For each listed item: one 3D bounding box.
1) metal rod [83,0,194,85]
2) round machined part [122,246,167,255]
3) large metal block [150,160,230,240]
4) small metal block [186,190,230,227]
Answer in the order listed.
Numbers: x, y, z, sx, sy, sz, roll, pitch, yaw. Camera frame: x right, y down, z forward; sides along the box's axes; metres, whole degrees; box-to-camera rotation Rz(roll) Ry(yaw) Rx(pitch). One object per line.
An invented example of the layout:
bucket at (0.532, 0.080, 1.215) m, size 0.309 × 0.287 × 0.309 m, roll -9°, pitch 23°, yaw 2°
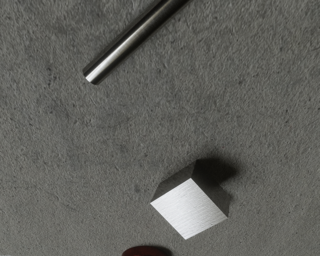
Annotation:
metal rod at (0.032, -0.137, 0.290) m, size 0.299 × 0.025 × 0.025 m, roll -35°, pitch 122°, yaw 26°
round machined part at (-0.032, 0.288, 0.641) m, size 0.099 × 0.042 × 0.097 m, roll 0°, pitch 130°, yaw 0°
large metal block at (0.047, 0.108, 0.467) m, size 0.080 × 0.050 × 0.080 m, roll -38°, pitch 100°, yaw 27°
small metal block at (0.080, 0.137, 0.525) m, size 0.050 × 0.025 × 0.050 m, roll 26°, pitch 125°, yaw -21°
